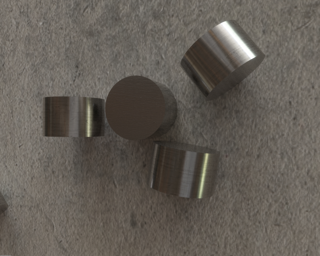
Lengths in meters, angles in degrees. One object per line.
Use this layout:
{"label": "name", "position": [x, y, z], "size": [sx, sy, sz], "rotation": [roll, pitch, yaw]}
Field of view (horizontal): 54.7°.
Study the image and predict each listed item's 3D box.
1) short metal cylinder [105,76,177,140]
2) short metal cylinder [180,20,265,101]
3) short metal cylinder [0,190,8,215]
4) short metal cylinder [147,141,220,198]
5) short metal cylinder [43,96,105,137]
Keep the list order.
{"label": "short metal cylinder", "position": [-0.023, -0.025, 0.403], "size": [0.080, 0.050, 0.079], "rotation": [0, 90, 19]}
{"label": "short metal cylinder", "position": [0.071, -0.075, 0.354], "size": [0.080, 0.080, 0.050], "rotation": [-38, 78, 16]}
{"label": "short metal cylinder", "position": [-0.287, 0.120, 0.479], "size": [0.080, 0.080, 0.050], "rotation": [-37, 78, 16]}
{"label": "short metal cylinder", "position": [0.028, 0.047, 0.369], "size": [0.080, 0.080, 0.050], "rotation": [10, 94, 19]}
{"label": "short metal cylinder", "position": [-0.116, -0.014, 0.419], "size": [0.080, 0.080, 0.050], "rotation": [1, 90, 19]}
